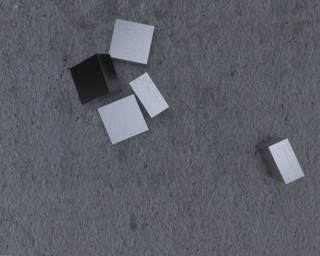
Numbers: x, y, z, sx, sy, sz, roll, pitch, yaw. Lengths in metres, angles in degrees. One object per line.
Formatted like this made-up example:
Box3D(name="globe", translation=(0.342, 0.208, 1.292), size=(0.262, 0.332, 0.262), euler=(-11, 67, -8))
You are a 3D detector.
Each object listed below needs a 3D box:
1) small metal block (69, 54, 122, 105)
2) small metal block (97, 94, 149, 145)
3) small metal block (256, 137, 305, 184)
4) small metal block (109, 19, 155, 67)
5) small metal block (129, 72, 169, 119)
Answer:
Box3D(name="small metal block", translation=(-0.083, -0.062, 0.398), size=(0.050, 0.025, 0.050), euler=(-18, 90, 32))
Box3D(name="small metal block", translation=(-0.047, -0.011, 0.409), size=(0.050, 0.025, 0.050), euler=(-23, 90, 0))
Box3D(name="small metal block", translation=(0.153, 0.040, 0.399), size=(0.025, 0.050, 0.050), euler=(-25, 90, 0))
Box3D(name="small metal block", translation=(-0.037, -0.111, 0.409), size=(0.050, 0.025, 0.050), euler=(11, 90, 0))
Box3D(name="small metal block", translation=(-0.013, -0.040, 0.397), size=(0.025, 0.050, 0.050), euler=(-33, 90, 0))
